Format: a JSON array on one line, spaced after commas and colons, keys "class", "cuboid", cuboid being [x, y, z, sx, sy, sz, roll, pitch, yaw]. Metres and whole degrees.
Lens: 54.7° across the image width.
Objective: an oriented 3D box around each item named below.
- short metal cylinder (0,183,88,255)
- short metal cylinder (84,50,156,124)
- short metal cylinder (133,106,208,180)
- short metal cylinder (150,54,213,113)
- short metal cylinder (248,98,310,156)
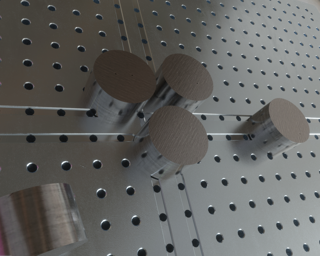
[{"class": "short metal cylinder", "cuboid": [-0.108, 0.086, 0.263, 0.081, 0.080, 0.050, -11, 68, -33]}, {"class": "short metal cylinder", "cuboid": [-0.052, -0.053, 0.397, 0.081, 0.050, 0.080, 14, 56, -21]}, {"class": "short metal cylinder", "cuboid": [0.013, 0.019, 0.389, 0.081, 0.050, 0.080, 14, 56, -21]}, {"class": "short metal cylinder", "cuboid": [0.029, -0.060, 0.446, 0.081, 0.050, 0.080, 14, 56, -21]}, {"class": "short metal cylinder", "cuboid": [0.190, -0.001, 0.498, 0.081, 0.050, 0.080, 14, 56, -21]}]
